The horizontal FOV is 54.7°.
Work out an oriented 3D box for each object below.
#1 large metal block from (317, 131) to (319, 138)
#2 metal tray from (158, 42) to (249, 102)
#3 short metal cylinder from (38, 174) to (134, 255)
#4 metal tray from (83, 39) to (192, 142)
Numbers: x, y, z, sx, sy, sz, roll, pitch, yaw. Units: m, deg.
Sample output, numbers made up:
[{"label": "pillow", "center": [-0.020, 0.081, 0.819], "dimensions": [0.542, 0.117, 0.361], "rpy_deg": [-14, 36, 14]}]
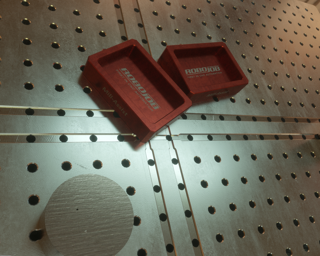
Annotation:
[{"label": "large metal block", "center": [0.352, -0.007, 0.571], "dimensions": [0.050, 0.080, 0.080], "rpy_deg": [46, 51, 3]}, {"label": "metal tray", "center": [0.073, -0.093, 0.502], "dimensions": [0.131, 0.030, 0.090], "rpy_deg": [-14, 69, -34]}, {"label": "short metal cylinder", "center": [-0.072, 0.091, 0.299], "dimensions": [0.081, 0.050, 0.080], "rpy_deg": [14, 56, -21]}, {"label": "metal tray", "center": [-0.029, -0.055, 0.424], "dimensions": [0.130, 0.030, 0.091], "rpy_deg": [49, 51, 6]}]
